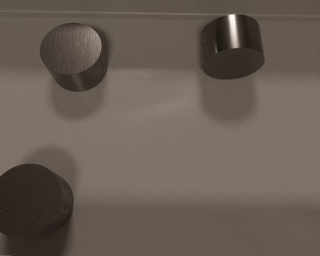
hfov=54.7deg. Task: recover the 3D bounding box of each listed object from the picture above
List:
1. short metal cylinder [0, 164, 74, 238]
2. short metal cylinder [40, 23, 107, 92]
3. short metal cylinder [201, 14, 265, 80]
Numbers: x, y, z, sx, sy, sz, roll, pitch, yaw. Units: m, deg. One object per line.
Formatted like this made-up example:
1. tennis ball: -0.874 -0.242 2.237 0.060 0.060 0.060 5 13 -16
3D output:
1. short metal cylinder: -0.148 0.086 0.363 0.081 0.050 0.080 0 70 0
2. short metal cylinder: -0.117 -0.097 0.431 0.081 0.050 0.080 0 70 0
3. short metal cylinder: 0.097 -0.107 0.421 0.081 0.080 0.050 -1 70 -1
